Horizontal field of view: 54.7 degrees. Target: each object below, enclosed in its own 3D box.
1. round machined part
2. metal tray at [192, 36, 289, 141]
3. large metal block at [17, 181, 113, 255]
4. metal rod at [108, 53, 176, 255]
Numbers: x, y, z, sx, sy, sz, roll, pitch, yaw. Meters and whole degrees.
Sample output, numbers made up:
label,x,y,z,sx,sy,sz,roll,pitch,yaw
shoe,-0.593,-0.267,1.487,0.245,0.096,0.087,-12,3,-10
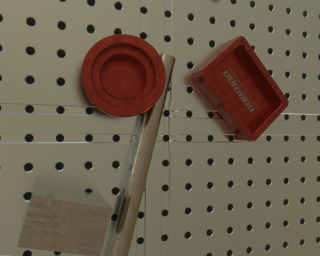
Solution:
label,x,y,z,sx,sy,sz,roll,pitch,yaw
round machined part,-0.045,-0.061,0.382,0.099,0.042,0.097,0,89,-12
metal tray,0.120,-0.056,0.455,0.090,0.030,0.130,-43,104,-15
large metal block,-0.106,0.098,0.345,0.081,0.080,0.050,16,85,-20
metal rod,-0.026,0.049,0.403,0.025,0.025,0.298,15,85,-20
